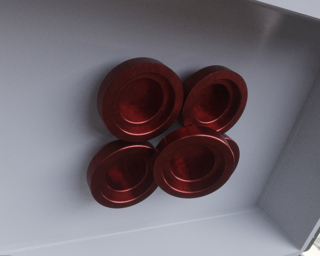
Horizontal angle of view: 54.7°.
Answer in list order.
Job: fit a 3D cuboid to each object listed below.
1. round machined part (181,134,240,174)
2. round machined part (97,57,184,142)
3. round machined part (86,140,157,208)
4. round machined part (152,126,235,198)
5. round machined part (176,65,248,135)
[{"bbox_3d":[0.066,0.046,0.462,0.099,0.042,0.097,-14,125,-21],"label":"round machined part"},{"bbox_3d":[-0.025,-0.035,0.361,0.099,0.042,0.097,-14,125,-21],"label":"round machined part"},{"bbox_3d":[-0.047,0.054,0.404,0.099,0.042,0.097,-14,125,-21],"label":"round machined part"},{"bbox_3d":[0.039,0.038,0.387,0.099,0.042,0.097,-3,122,-5],"label":"round machined part"},{"bbox_3d":[0.063,-0.036,0.409,0.099,0.042,0.097,-14,125,-21],"label":"round machined part"}]
